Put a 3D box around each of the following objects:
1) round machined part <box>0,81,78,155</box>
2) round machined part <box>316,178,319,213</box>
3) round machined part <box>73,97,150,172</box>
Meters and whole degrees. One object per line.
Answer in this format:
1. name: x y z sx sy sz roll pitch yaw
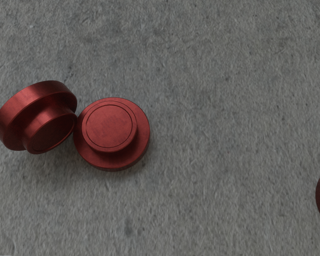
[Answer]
1. round machined part: -0.139 -0.006 0.370 0.098 0.098 0.042 -41 76 -14
2. round machined part: 0.246 0.086 0.371 0.099 0.042 0.098 0 70 -1
3. round machined part: -0.062 0.004 0.397 0.099 0.042 0.098 0 70 -1
